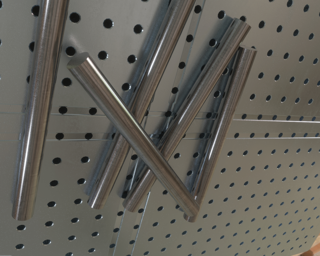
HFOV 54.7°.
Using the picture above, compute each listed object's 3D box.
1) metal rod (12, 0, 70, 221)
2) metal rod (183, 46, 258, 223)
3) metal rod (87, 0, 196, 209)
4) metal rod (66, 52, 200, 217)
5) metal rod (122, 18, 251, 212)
[{"bbox_3d":[-0.127,-0.024,0.327,0.025,0.025,0.298,4,117,-31],"label":"metal rod"},{"bbox_3d":[0.085,0.024,0.474,0.025,0.025,0.298,-1,119,-28],"label":"metal rod"},{"bbox_3d":[-0.028,-0.024,0.382,0.025,0.025,0.298,12,112,-34],"label":"metal rod"},{"bbox_3d":[-0.014,0.031,0.390,0.025,0.025,0.299,-37,130,-4],"label":"metal rod"},{"bbox_3d":[0.029,-0.007,0.424,0.025,0.025,0.298,20,108,-36],"label":"metal rod"}]
